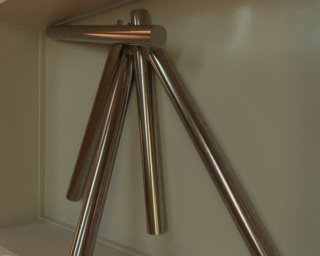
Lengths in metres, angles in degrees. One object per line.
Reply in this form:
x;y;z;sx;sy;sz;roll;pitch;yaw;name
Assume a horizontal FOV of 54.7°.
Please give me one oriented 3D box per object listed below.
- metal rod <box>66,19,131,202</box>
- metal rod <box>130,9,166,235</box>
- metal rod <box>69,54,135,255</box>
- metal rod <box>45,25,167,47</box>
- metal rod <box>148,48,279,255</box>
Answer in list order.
-0.097;-0.017;0.484;0.025;0.025;0.298;32;109;35;metal rod
-0.016;-0.011;0.418;0.025;0.025;0.298;-8;85;39;metal rod
-0.068;0.038;0.386;0.025;0.025;0.299;-9;61;39;metal rod
-0.099;-0.140;0.459;0.300;0.025;0.025;20;103;46;metal rod
0.058;0.030;0.357;0.025;0.025;0.299;-39;66;33;metal rod
